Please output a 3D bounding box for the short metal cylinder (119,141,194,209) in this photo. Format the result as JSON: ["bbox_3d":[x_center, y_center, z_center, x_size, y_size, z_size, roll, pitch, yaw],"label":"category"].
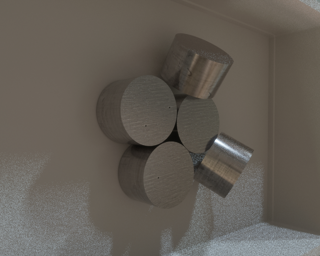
[{"bbox_3d":[-0.004,0.056,0.387,0.081,0.050,0.079,0,90,-40],"label":"short metal cylinder"}]

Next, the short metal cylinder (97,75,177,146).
[{"bbox_3d":[-0.026,-0.020,0.367,0.081,0.050,0.079,0,90,-40],"label":"short metal cylinder"}]

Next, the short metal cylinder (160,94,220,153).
[{"bbox_3d":[0.035,-0.007,0.419,0.081,0.050,0.079,0,90,-40],"label":"short metal cylinder"}]

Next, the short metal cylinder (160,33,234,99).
[{"bbox_3d":[0.047,-0.081,0.400,0.081,0.080,0.050,-4,131,-40],"label":"short metal cylinder"}]

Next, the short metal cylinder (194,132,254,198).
[{"bbox_3d":[0.090,0.052,0.439,0.080,0.050,0.080,-54,166,-20],"label":"short metal cylinder"}]
